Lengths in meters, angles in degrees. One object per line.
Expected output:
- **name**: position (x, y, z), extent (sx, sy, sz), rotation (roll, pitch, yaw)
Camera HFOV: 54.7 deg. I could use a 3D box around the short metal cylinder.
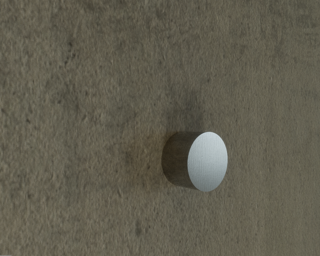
- **short metal cylinder**: position (0.049, 0.045, 0.432), extent (0.081, 0.050, 0.079), rotation (0, 90, -40)
